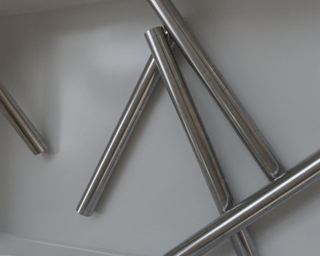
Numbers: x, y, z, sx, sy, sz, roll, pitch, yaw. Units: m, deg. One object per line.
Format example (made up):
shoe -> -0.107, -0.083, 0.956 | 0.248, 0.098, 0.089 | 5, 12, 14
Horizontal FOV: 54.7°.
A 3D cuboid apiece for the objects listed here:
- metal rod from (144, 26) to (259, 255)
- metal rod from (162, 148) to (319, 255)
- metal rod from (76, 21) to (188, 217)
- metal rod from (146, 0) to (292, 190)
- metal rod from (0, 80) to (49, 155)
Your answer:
metal rod -> 0.050, 0.018, 0.378 | 0.025, 0.025, 0.299 | -23, 88, 18
metal rod -> 0.125, 0.071, 0.336 | 0.300, 0.025, 0.025 | -38, 78, 12
metal rod -> -0.042, -0.011, 0.424 | 0.025, 0.025, 0.298 | 30, 99, 17
metal rod -> 0.068, -0.049, 0.369 | 0.025, 0.025, 0.299 | -35, 85, 16
metal rod -> -0.254, -0.088, 0.428 | 0.025, 0.025, 0.299 | -24, 109, 18
